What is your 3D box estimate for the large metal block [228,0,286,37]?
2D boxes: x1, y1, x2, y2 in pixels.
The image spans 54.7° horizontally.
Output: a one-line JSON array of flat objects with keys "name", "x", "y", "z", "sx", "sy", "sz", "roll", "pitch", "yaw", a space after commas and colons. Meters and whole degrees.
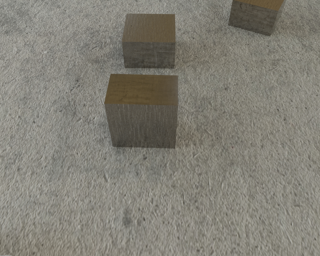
[{"name": "large metal block", "x": 0.183, "y": -0.223, "z": 0.575, "sx": 0.080, "sy": 0.050, "sz": 0.080, "roll": 22, "pitch": 53, "yaw": 17}]

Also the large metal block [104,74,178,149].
[{"name": "large metal block", "x": -0.020, "y": -0.019, "z": 0.383, "sx": 0.080, "sy": 0.080, "sz": 0.050, "roll": 2, "pitch": 50, "yaw": 1}]

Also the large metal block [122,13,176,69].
[{"name": "large metal block", "x": -0.016, "y": -0.143, "z": 0.507, "sx": 0.080, "sy": 0.050, "sz": 0.080, "roll": 1, "pitch": 50, "yaw": 1}]
